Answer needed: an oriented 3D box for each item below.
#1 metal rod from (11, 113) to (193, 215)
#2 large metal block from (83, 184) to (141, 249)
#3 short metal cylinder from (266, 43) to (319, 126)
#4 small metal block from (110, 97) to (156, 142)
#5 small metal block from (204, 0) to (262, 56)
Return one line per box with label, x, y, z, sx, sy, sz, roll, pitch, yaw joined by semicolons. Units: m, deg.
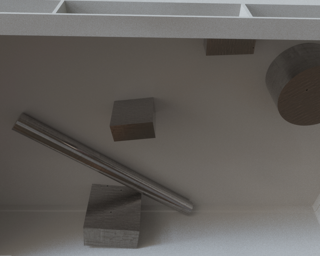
metal rod;-0.069;0.064;0.462;0.301;0.025;0.025;32;123;-25
large metal block;-0.073;0.138;0.490;0.081;0.080;0.050;5;130;-5
short metal cylinder;0.168;-0.049;0.354;0.081;0.050;0.079;0;130;0
small metal block;-0.032;-0.011;0.383;0.050;0.050;0.025;-5;130;4
small metal block;0.073;-0.104;0.321;0.050;0.025;0.050;-2;130;1
